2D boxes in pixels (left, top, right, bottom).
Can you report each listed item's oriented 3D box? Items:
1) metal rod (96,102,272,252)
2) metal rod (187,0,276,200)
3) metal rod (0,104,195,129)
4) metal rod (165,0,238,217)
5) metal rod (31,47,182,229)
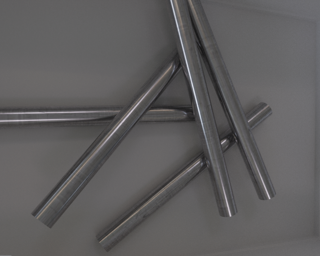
[{"bbox_3d":[0.044,0.057,0.426,0.301,0.025,0.025,-37,102,-16],"label":"metal rod"},{"bbox_3d":[0.092,-0.039,0.416,0.025,0.025,0.299,-27,99,-18],"label":"metal rod"},{"bbox_3d":[-0.075,-0.015,0.382,0.303,0.025,0.025,-2,91,-20],"label":"metal rod"},{"bbox_3d":[0.054,-0.027,0.398,0.025,0.025,0.298,-19,99,-19],"label":"metal rod"},{"bbox_3d":[-0.034,-0.016,0.369,0.025,0.025,0.301,44,65,-15],"label":"metal rod"}]
